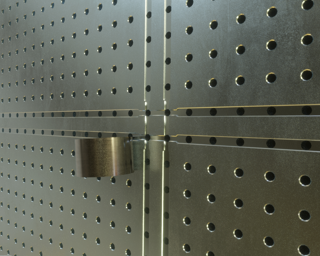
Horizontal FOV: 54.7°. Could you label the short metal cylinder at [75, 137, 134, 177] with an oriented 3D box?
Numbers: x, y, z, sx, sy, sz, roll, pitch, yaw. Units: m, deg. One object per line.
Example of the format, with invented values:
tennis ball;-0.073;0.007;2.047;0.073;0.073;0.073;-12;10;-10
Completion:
short metal cylinder;-0.077;0.039;0.435;0.080;0.081;0.050;-5;87;39
